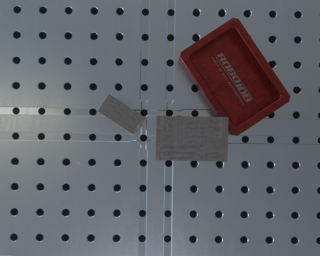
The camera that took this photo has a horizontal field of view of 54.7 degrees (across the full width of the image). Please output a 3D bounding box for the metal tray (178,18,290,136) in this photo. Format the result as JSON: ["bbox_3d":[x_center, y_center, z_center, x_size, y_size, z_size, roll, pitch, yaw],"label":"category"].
[{"bbox_3d":[0.097,-0.066,0.411,0.090,0.030,0.130,-34,90,0],"label":"metal tray"}]

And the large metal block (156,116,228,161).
[{"bbox_3d":[0.036,0.012,0.386,0.081,0.080,0.050,1,90,0],"label":"large metal block"}]

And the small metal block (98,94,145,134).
[{"bbox_3d":[-0.047,-0.017,0.401,0.050,0.050,0.025,33,90,0],"label":"small metal block"}]
